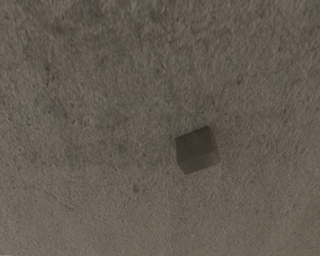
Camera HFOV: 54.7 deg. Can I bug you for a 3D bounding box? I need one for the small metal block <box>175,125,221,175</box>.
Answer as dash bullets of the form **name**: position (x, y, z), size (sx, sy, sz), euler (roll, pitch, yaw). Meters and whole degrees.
- **small metal block**: position (0.050, 0.030, 0.417), size (0.050, 0.050, 0.025), euler (-22, 127, 17)
